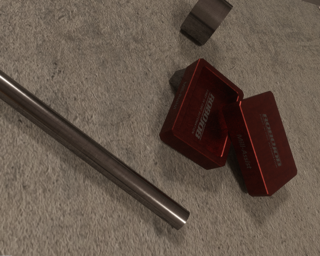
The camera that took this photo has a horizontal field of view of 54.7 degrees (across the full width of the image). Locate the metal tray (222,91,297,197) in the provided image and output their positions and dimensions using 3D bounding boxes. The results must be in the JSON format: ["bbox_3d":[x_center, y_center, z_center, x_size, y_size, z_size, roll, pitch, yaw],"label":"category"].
[{"bbox_3d":[0.143,0.020,0.435,0.091,0.030,0.129,-19,92,-41],"label":"metal tray"}]

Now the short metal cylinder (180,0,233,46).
[{"bbox_3d":[0.079,-0.189,0.529,0.050,0.080,0.080,37,51,-5],"label":"short metal cylinder"}]

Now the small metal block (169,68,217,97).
[{"bbox_3d":[0.050,-0.065,0.473,0.050,0.025,0.050,-23,74,-37],"label":"small metal block"}]

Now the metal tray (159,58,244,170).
[{"bbox_3d":[0.062,-0.020,0.424,0.090,0.030,0.130,34,59,-21],"label":"metal tray"}]

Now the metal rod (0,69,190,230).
[{"bbox_3d":[-0.093,0.015,0.345,0.301,0.025,0.025,37,51,-3],"label":"metal rod"}]
